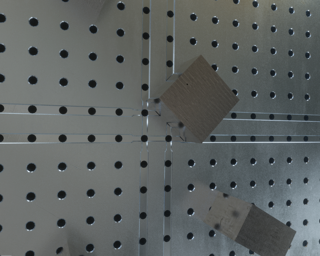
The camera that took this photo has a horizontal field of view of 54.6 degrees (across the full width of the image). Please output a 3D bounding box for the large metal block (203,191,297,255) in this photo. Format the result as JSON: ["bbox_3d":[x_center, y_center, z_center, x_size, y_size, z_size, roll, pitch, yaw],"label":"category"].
[{"bbox_3d":[0.121,0.136,0.428,0.080,0.080,0.050,33,79,-17],"label":"large metal block"}]

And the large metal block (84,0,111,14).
[{"bbox_3d":[-0.079,-0.190,0.354,0.080,0.080,0.050,40,78,-16],"label":"large metal block"}]

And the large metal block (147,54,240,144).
[{"bbox_3d":[0.044,-0.037,0.415,0.080,0.050,0.080,46,76,-14],"label":"large metal block"}]

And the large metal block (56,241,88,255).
[{"bbox_3d":[-0.108,0.187,0.344,0.050,0.080,0.080,43,77,-15],"label":"large metal block"}]
